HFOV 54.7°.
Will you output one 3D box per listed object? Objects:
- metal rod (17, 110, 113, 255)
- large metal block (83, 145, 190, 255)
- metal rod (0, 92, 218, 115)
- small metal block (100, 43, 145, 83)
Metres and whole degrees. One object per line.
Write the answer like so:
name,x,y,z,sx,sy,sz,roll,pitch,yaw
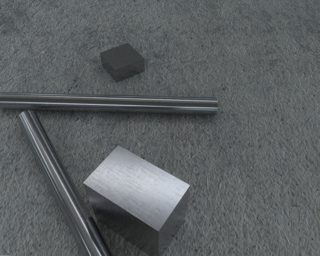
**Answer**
metal rod,-0.095,0.083,0.332,0.025,0.025,0.300,-27,55,-21
large metal block,-0.021,0.075,0.304,0.080,0.080,0.050,27,55,20
metal rod,-0.073,-0.034,0.430,0.302,0.025,0.025,2,50,1
small metal block,-0.059,-0.104,0.490,0.050,0.025,0.050,-27,55,-21
